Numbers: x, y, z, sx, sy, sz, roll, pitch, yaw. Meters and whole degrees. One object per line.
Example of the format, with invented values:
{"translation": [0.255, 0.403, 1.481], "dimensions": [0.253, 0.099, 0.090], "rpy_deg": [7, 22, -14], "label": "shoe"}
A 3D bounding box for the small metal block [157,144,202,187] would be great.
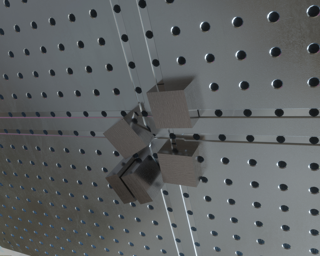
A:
{"translation": [0.028, 0.051, 0.429], "dimensions": [0.050, 0.025, 0.050], "rpy_deg": [3, 120, 26], "label": "small metal block"}

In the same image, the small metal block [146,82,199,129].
{"translation": [0.016, -0.027, 0.386], "dimensions": [0.050, 0.025, 0.050], "rpy_deg": [-1, 118, 28], "label": "small metal block"}

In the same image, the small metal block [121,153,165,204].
{"translation": [-0.022, 0.074, 0.453], "dimensions": [0.025, 0.050, 0.050], "rpy_deg": [-24, 105, 37], "label": "small metal block"}

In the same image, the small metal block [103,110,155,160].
{"translation": [-0.045, 0.010, 0.442], "dimensions": [0.050, 0.025, 0.050], "rpy_deg": [-34, 100, 38], "label": "small metal block"}

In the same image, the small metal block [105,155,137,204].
{"translation": [-0.047, 0.077, 0.468], "dimensions": [0.025, 0.050, 0.050], "rpy_deg": [-23, 106, 36], "label": "small metal block"}
